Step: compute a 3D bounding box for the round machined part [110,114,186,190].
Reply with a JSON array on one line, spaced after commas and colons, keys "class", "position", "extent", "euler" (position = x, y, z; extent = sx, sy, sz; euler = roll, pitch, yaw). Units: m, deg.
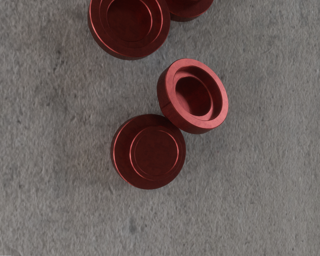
[{"class": "round machined part", "position": [-0.011, 0.031, 0.397], "extent": [0.099, 0.042, 0.097], "euler": [0, 90, -21]}]

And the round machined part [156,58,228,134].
[{"class": "round machined part", "position": [0.038, -0.037, 0.403], "extent": [0.099, 0.042, 0.098], "euler": [13, 63, -28]}]

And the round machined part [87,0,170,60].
[{"class": "round machined part", "position": [-0.040, -0.133, 0.386], "extent": [0.099, 0.042, 0.097], "euler": [0, 90, -21]}]

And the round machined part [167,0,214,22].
[{"class": "round machined part", "position": [0.033, -0.197, 0.413], "extent": [0.099, 0.042, 0.097], "euler": [0, 90, -21]}]
